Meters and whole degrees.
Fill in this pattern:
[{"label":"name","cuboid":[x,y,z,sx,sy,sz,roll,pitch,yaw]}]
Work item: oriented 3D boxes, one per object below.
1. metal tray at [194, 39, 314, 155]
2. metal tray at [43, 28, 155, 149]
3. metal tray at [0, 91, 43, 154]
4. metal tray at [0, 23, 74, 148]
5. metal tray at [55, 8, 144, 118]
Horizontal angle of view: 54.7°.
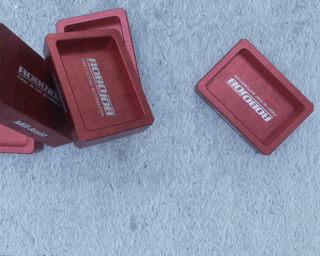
[{"label":"metal tray","cuboid":[0.121,-0.039,0.408,0.130,0.030,0.090,45,90,0]},{"label":"metal tray","cuboid":[-0.072,-0.050,0.361,0.091,0.030,0.129,-16,78,-29]},{"label":"metal tray","cuboid":[-0.222,-0.014,0.405,0.131,0.030,0.089,3,90,0]},{"label":"metal tray","cuboid":[-0.143,-0.039,0.342,0.030,0.130,0.090,-17,67,11]},{"label":"metal tray","cuboid":[-0.076,-0.081,0.406,0.091,0.030,0.129,-12,90,0]}]
